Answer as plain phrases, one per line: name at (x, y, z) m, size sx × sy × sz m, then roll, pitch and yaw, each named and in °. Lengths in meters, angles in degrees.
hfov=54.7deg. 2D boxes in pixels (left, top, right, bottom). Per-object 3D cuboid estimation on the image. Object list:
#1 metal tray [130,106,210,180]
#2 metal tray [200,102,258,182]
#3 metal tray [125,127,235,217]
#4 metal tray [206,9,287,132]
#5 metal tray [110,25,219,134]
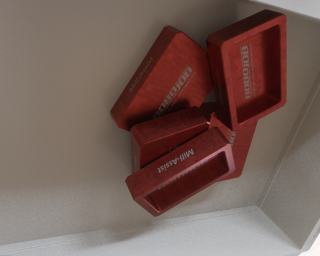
metal tray at (0.010, 0.035, 0.409) m, size 0.091 × 0.030 × 0.129 m, roll -19°, pitch 145°, yaw -18°
metal tray at (0.095, 0.023, 0.474) m, size 0.091 × 0.030 × 0.129 m, roll -7°, pitch 122°, yaw -25°
metal tray at (0.031, 0.060, 0.401) m, size 0.130 × 0.030 × 0.090 m, roll -30°, pitch 147°, yaw -1°
metal tray at (0.112, -0.068, 0.387) m, size 0.091 × 0.030 × 0.129 m, roll -27°, pitch 128°, yaw -12°
metal tray at (0.011, -0.046, 0.384) m, size 0.090 × 0.030 × 0.129 m, roll 26°, pitch 104°, yaw -37°
